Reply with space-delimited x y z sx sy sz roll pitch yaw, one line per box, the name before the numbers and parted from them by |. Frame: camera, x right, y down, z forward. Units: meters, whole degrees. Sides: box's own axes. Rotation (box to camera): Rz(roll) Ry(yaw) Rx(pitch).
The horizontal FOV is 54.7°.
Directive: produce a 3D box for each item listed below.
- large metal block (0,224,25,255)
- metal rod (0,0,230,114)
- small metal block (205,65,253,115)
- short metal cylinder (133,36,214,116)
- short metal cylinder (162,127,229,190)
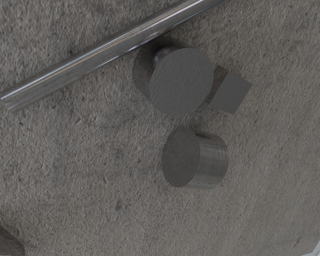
large metal block | -0.221 0.162 0.370 0.080 0.050 0.080 -29 128 -10
metal rod | -0.024 -0.100 0.332 0.301 0.025 0.025 -30 129 -9
small metal block | 0.091 -0.051 0.425 0.050 0.025 0.050 18 109 -35
short metal cylinder | 0.015 -0.061 0.361 0.081 0.050 0.079 -14 124 -21
short metal cylinder | 0.046 0.043 0.423 0.050 0.080 0.079 13 112 -34
